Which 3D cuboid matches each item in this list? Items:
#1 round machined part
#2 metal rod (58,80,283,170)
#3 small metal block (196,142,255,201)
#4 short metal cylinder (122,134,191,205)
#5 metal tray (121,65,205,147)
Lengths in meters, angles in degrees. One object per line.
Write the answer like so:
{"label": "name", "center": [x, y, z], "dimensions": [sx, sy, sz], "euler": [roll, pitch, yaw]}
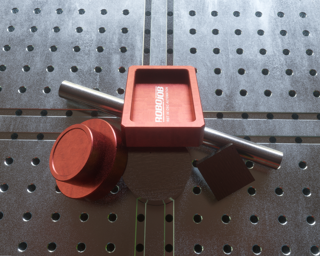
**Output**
{"label": "round machined part", "center": [-0.089, 0.033, 0.361], "dimensions": [0.098, 0.042, 0.098], "euler": [-15, 61, 29]}
{"label": "metal rod", "center": [0.009, -0.006, 0.410], "dimensions": [0.301, 0.025, 0.025], "euler": [19, 71, 6]}
{"label": "small metal block", "center": [0.078, 0.052, 0.377], "dimensions": [0.050, 0.025, 0.050], "euler": [-31, 89, 6]}
{"label": "short metal cylinder", "center": [-0.004, 0.050, 0.376], "dimensions": [0.081, 0.050, 0.080], "euler": [0, 70, 0]}
{"label": "metal tray", "center": [0.003, -0.032, 0.386], "dimensions": [0.091, 0.030, 0.130], "euler": [0, 41, -1]}
